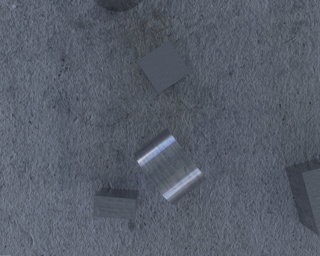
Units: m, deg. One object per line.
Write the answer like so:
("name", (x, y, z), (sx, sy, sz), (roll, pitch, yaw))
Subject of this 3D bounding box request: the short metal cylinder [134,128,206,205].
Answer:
("short metal cylinder", (0.012, 0.047, 0.383), (0.050, 0.080, 0.080), (-38, 90, 0))

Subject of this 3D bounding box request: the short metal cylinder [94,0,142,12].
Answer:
("short metal cylinder", (-0.057, -0.198, 0.397), (0.081, 0.050, 0.079), (0, 90, -1))

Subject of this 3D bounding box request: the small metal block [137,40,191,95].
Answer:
("small metal block", (0.005, -0.079, 0.410), (0.050, 0.025, 0.050), (-34, 90, 0))

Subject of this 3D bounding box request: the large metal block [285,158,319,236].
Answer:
("large metal block", (0.221, 0.082, 0.401), (0.080, 0.050, 0.080), (-15, 90, -1))

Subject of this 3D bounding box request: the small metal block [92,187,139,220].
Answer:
("small metal block", (-0.055, 0.096, 0.397), (0.050, 0.050, 0.025), (5, 90, -1))
